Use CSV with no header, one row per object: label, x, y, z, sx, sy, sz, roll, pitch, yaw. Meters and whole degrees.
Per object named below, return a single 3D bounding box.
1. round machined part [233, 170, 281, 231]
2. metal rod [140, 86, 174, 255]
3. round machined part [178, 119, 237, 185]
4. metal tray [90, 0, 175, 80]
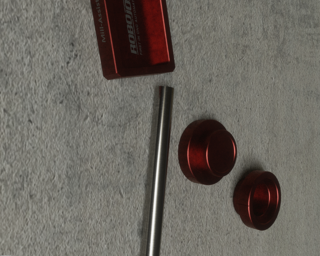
round machined part,0.162,0.121,0.530,0.099,0.042,0.097,0,90,-40
metal rod,-0.007,0.095,0.399,0.025,0.025,0.298,9,85,-40
round machined part,0.076,0.036,0.458,0.099,0.042,0.097,0,90,-40
metal tray,-0.032,-0.128,0.373,0.091,0.030,0.129,-14,99,-39
